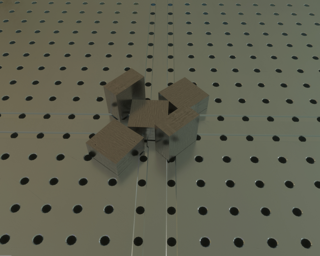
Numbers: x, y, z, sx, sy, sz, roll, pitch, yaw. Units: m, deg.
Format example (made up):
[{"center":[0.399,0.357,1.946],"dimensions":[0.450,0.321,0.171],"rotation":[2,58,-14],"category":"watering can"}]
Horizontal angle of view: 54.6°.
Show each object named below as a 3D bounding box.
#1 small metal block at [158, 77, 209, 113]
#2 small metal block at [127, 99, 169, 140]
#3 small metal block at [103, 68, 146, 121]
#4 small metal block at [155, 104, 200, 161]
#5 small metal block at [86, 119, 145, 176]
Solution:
[{"center":[0.033,-0.040,0.441],"dimensions":[0.050,0.025,0.050],"rotation":[-33,57,-24],"category":"small metal block"},{"center":[-0.014,-0.011,0.417],"dimensions":[0.050,0.025,0.050],"rotation":[2,49,3],"category":"small metal block"},{"center":[-0.047,-0.046,0.430],"dimensions":[0.025,0.050,0.050],"rotation":[37,60,26],"category":"small metal block"},{"center":[0.021,0.006,0.387],"dimensions":[0.050,0.050,0.025],"rotation":[-35,58,-26],"category":"small metal block"},{"center":[-0.055,0.023,0.388],"dimensions":[0.050,0.025,0.050],"rotation":[31,56,23],"category":"small metal block"}]
